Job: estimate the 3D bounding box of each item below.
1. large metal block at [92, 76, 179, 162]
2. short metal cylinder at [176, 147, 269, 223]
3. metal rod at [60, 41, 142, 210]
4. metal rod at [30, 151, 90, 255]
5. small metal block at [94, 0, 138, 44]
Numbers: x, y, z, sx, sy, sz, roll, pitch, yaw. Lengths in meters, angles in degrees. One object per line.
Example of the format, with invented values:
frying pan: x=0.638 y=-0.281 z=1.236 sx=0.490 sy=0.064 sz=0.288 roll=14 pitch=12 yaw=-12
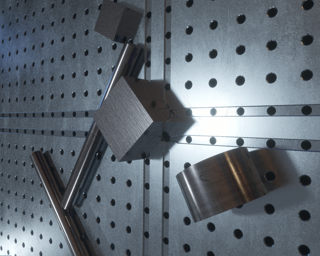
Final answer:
large metal block: x=-0.036 y=-0.012 z=0.420 sx=0.080 sy=0.050 sz=0.080 roll=-49 pitch=62 yaw=29
short metal cylinder: x=0.063 y=0.059 z=0.320 sx=0.080 sy=0.081 sz=0.050 roll=-34 pitch=69 yaw=34
metal rod: x=-0.100 y=0.008 z=0.488 sx=0.025 sy=0.025 sz=0.298 roll=40 pitch=114 yaw=32
metal rod: x=-0.164 y=0.164 z=0.541 sx=0.025 sy=0.025 sz=0.299 roll=-49 pitch=61 yaw=28
small metal block: x=-0.067 y=-0.159 z=0.462 sx=0.050 sy=0.025 sz=0.050 roll=36 pitch=112 yaw=34
